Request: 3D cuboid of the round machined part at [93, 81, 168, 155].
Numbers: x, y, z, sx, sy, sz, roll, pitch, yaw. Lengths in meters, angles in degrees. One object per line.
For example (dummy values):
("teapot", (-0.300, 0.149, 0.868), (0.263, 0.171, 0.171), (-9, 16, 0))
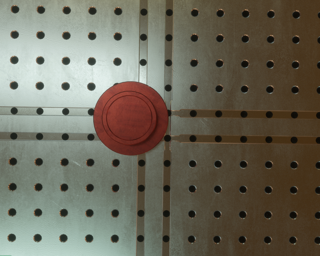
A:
("round machined part", (-0.038, -0.013, 0.404), (0.099, 0.042, 0.097), (0, 90, -1))
